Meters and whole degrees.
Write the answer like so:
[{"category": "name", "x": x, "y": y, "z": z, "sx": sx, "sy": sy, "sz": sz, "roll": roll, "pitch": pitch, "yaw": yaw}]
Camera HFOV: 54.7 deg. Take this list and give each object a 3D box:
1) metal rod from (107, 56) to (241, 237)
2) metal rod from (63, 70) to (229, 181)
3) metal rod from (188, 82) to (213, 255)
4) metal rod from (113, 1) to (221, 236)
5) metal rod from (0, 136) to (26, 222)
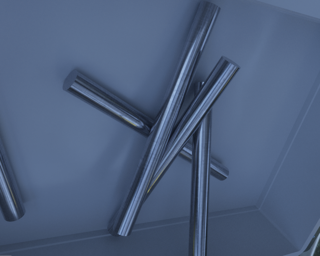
[{"category": "metal rod", "x": 0.006, "y": 0.040, "z": 0.408, "sx": 0.025, "sy": 0.025, "sz": 0.298, "roll": 15, "pitch": 120, "yaw": -35}, {"category": "metal rod", "x": 0.004, "y": 0.013, "z": 0.420, "sx": 0.301, "sy": 0.025, "sz": 0.025, "roll": 32, "pitch": 100, "yaw": -39}, {"category": "metal rod", "x": 0.053, "y": 0.089, "z": 0.414, "sx": 0.025, "sy": 0.025, "sz": 0.298, "roll": 1, "pitch": 92, "yaw": -29}, {"category": "metal rod", "x": 0.004, "y": -0.004, "z": 0.380, "sx": 0.025, "sy": 0.025, "sz": 0.298, "roll": 15, "pitch": 101, "yaw": -35}, {"category": "metal rod", "x": -0.179, "y": -0.022, "z": 0.297, "sx": 0.025, "sy": 0.025, "sz": 0.298, "roll": -15, "pitch": 125, "yaw": -21}]
